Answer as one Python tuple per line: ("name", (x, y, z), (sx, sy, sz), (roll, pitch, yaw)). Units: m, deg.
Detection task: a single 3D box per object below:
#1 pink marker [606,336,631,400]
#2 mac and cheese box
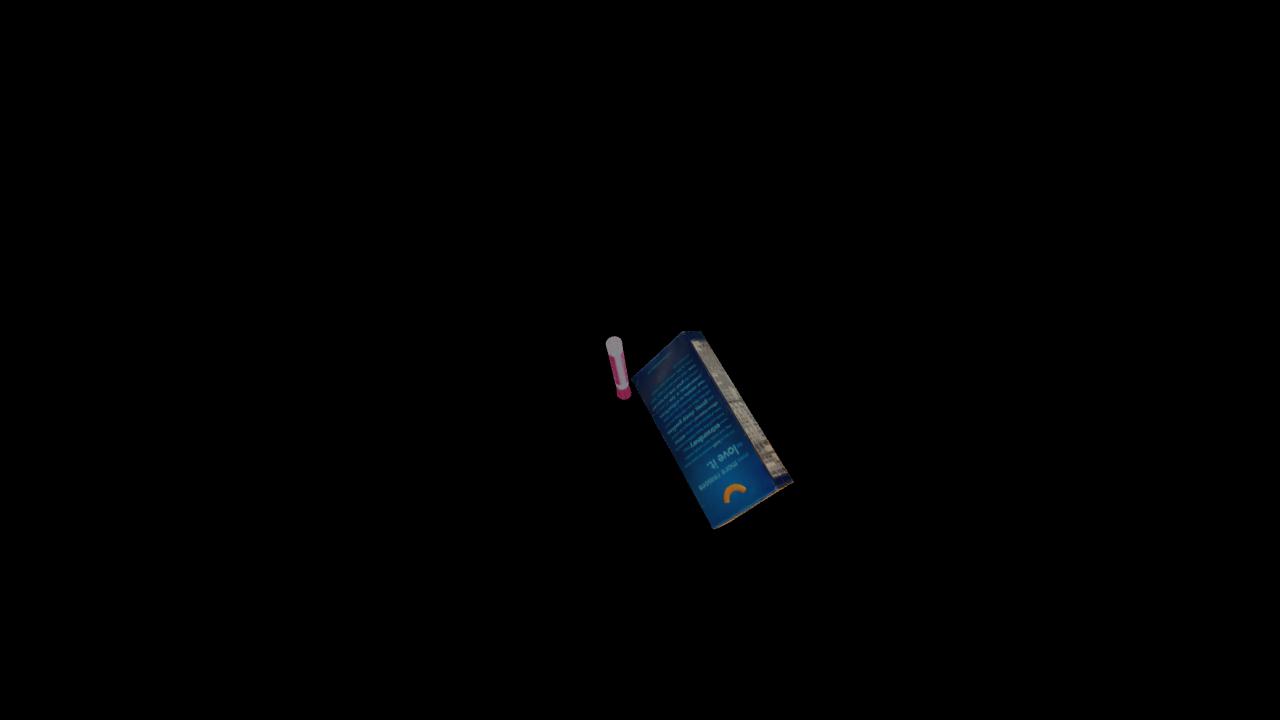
("pink marker", (-0.025, 0.014, 0.743), (0.020, 0.020, 0.121), (0, -33, 5))
("mac and cheese box", (0.069, 0.069, 0.635), (0.041, 0.184, 0.093), (-3, -32, -50))
